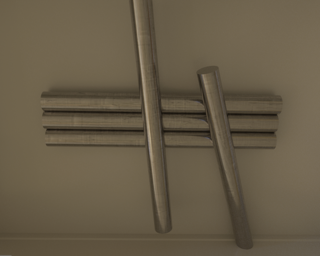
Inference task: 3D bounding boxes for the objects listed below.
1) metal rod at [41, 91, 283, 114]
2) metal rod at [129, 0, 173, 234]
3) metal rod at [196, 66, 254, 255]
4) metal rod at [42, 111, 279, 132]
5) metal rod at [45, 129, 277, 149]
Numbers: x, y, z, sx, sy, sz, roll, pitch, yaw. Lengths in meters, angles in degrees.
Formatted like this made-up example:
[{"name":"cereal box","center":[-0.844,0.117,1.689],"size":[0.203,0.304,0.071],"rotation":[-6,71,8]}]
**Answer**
[{"name":"metal rod","center":[0.003,-0.032,0.398],"size":[0.302,0.025,0.025],"rotation":[1,110,-1]},{"name":"metal rod","center":[-0.008,0.001,0.383],"size":[0.025,0.025,0.298],"rotation":[-5,110,1]},{"name":"metal rod","center":[0.093,0.062,0.413],"size":[0.025,0.025,0.298],"rotation":[-15,117,5]},{"name":"metal rod","center":[0.002,-0.009,0.407],"size":[0.302,0.025,0.025],"rotation":[1,110,-1]},{"name":"metal rod","center":[0.002,0.014,0.415],"size":[0.302,0.025,0.025],"rotation":[1,110,-1]}]
